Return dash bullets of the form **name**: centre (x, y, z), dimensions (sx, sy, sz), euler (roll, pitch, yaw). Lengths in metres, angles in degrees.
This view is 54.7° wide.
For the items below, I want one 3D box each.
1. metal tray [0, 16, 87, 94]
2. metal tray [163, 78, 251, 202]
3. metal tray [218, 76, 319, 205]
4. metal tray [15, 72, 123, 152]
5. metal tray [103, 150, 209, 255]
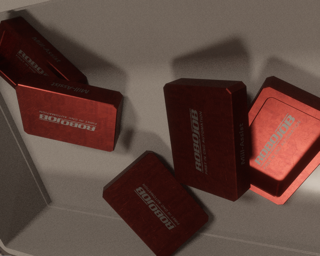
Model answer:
- **metal tray**: centre (-0.178, -0.082, 0.446), dimensions (0.130, 0.030, 0.090), euler (43, 129, -2)
- **metal tray**: centre (0.054, 0.011, 0.356), dimensions (0.090, 0.030, 0.129), euler (12, 118, 43)
- **metal tray**: centre (0.130, 0.018, 0.347), dimensions (0.090, 0.030, 0.129), euler (28, 128, 9)
- **metal tray**: centre (-0.121, -0.019, 0.423), dimensions (0.131, 0.030, 0.089), euler (12, 134, -1)
- **metal tray**: centre (-0.006, 0.108, 0.439), dimensions (0.090, 0.030, 0.130), euler (-41, 97, -5)
